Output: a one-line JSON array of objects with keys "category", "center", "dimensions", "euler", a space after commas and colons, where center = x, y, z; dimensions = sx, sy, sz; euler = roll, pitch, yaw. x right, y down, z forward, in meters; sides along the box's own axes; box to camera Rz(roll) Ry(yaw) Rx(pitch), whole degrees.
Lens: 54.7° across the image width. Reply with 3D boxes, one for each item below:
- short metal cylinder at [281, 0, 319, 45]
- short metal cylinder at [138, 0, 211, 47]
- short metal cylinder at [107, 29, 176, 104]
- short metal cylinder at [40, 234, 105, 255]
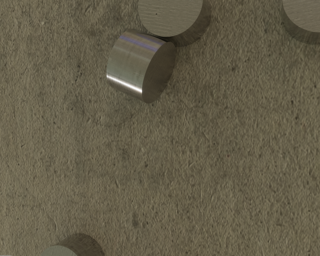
[{"category": "short metal cylinder", "center": [0.174, -0.136, 0.334], "dimensions": [0.080, 0.050, 0.080], "euler": [0, 90, 20]}, {"category": "short metal cylinder", "center": [0.020, -0.148, 0.389], "dimensions": [0.080, 0.050, 0.080], "euler": [0, 90, 20]}, {"category": "short metal cylinder", "center": [-0.022, -0.077, 0.387], "dimensions": [0.050, 0.080, 0.080], "euler": [26, 99, 18]}, {"category": "short metal cylinder", "center": [-0.125, 0.198, 0.440], "dimensions": [0.080, 0.050, 0.080], "euler": [0, 90, 20]}]
